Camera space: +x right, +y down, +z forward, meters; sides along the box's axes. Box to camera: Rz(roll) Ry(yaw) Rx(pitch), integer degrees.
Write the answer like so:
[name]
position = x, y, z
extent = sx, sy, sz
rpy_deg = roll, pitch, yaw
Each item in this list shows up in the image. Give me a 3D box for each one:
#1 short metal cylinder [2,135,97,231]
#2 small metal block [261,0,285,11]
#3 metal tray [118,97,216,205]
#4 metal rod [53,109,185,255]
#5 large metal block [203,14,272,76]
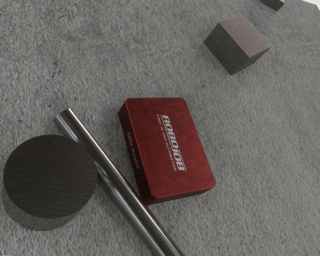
[short metal cylinder]
position = -0.107, 0.053, 0.299
extent = 0.081, 0.050, 0.080
rpy_deg = 14, 56, -21
[small metal block]
position = 0.270, -0.317, 0.746
extent = 0.050, 0.025, 0.050
rpy_deg = 20, 54, -17
[metal tray]
position = 0.007, 0.024, 0.391
extent = 0.091, 0.030, 0.130
rpy_deg = -4, 64, -30
[metal rod]
position = -0.017, 0.101, 0.333
extent = 0.025, 0.025, 0.300
rpy_deg = -33, 80, -38
[large metal block]
position = 0.140, -0.151, 0.558
extent = 0.081, 0.050, 0.080
rpy_deg = -31, 79, -38
